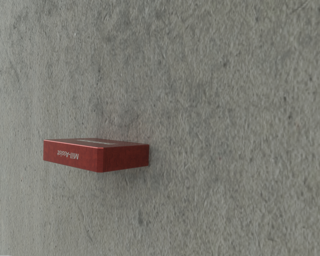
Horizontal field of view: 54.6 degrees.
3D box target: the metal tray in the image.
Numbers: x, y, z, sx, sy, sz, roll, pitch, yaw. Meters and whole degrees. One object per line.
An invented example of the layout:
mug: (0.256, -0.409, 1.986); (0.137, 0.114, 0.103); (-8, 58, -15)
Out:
metal tray: (-0.091, 0.035, 0.439); (0.130, 0.091, 0.030); (4, 93, 40)
